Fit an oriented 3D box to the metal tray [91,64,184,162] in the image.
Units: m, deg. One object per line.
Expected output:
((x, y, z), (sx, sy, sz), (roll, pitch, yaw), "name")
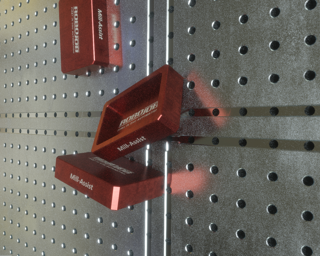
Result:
((-0.030, -0.017, 0.404), (0.130, 0.030, 0.090), (-26, 42, 37), "metal tray")

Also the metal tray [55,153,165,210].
((-0.070, 0.065, 0.425), (0.130, 0.091, 0.030), (16, 103, 39), "metal tray")

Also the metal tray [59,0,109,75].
((-0.128, -0.159, 0.513), (0.090, 0.030, 0.129), (-5, 87, 40), "metal tray")
